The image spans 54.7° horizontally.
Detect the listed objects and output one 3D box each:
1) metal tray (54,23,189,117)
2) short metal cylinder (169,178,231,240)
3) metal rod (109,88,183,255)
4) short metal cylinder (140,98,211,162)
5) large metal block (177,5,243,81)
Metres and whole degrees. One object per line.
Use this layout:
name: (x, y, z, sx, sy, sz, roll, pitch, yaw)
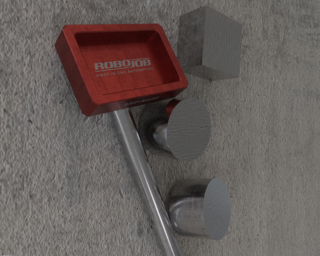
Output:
metal tray: (-0.038, -0.070, 0.348, 0.131, 0.030, 0.090, -17, 78, -39)
short metal cylinder: (0.057, 0.109, 0.423, 0.080, 0.050, 0.080, 14, 72, -52)
metal rod: (-0.009, 0.093, 0.396, 0.025, 0.025, 0.298, -30, 109, -36)
short metal cylinder: (0.021, 0.000, 0.402, 0.081, 0.050, 0.079, -6, 99, -42)
large metal block: (0.072, -0.118, 0.448, 0.081, 0.050, 0.080, 7, 85, -40)
